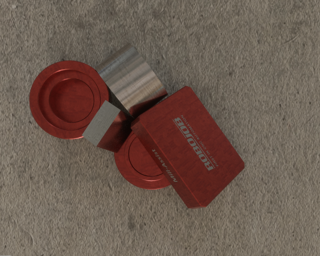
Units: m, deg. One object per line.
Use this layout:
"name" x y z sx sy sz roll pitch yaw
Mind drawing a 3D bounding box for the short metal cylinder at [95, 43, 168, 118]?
"short metal cylinder" -0.035 -0.057 0.384 0.050 0.080 0.080 -38 90 0

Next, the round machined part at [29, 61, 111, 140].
"round machined part" -0.111 -0.035 0.401 0.099 0.042 0.097 0 90 -1

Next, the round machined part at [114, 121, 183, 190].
"round machined part" -0.011 0.032 0.402 0.099 0.042 0.097 0 90 -1

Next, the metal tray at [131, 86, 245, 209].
"metal tray" 0.037 0.022 0.387 0.091 0.030 0.130 -36 90 -32

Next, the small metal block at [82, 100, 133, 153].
"small metal block" -0.060 0.000 0.380 0.025 0.050 0.050 33 90 24
